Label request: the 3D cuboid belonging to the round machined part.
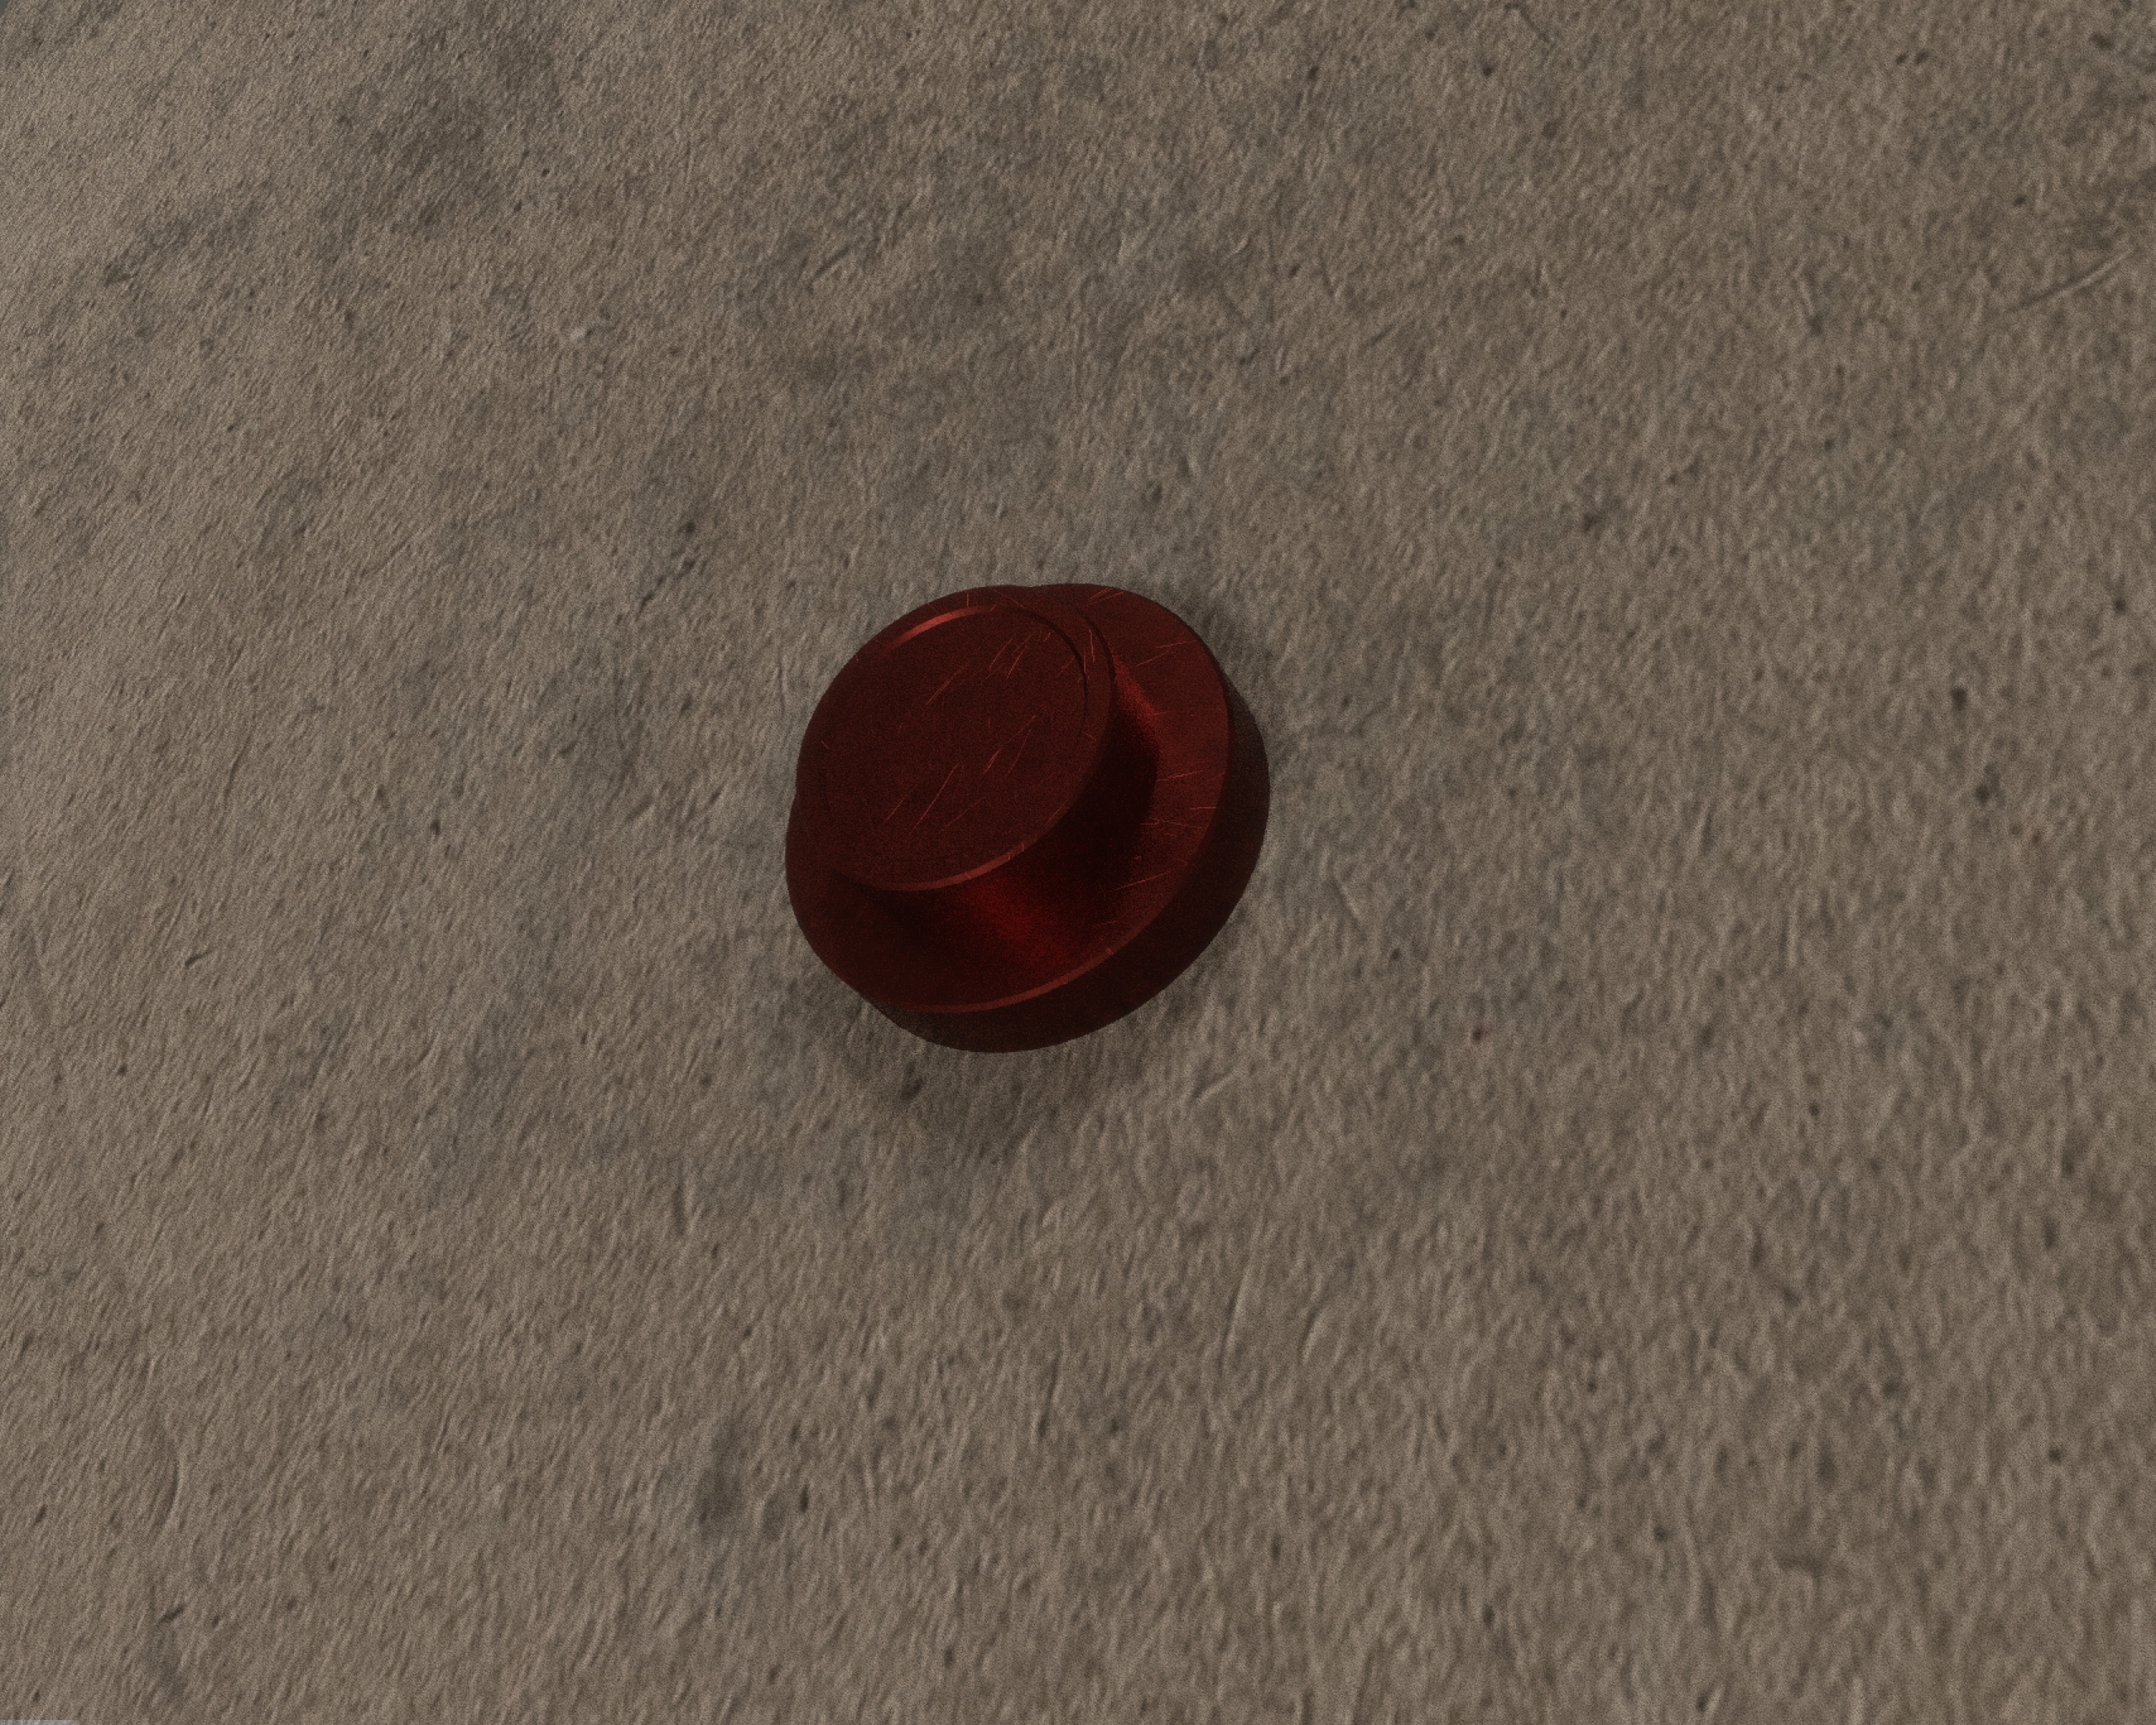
[{"bbox_3d":[-0.016,-0.015,0.410,0.098,0.042,0.098,-13,56,20],"label":"round machined part"}]
